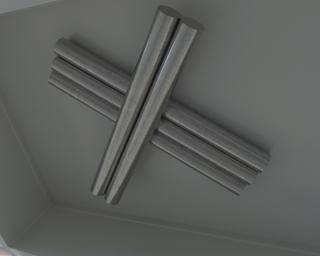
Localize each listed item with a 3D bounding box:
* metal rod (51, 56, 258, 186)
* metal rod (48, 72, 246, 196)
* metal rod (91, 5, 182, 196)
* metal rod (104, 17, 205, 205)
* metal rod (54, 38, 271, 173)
[{"bbox_3d":[-0.012,-0.015,0.404,0.301,0.025,0.025,30,128,8],"label":"metal rod"},{"bbox_3d":[-0.022,0.002,0.419,0.301,0.025,0.025,30,128,8],"label":"metal rod"},{"bbox_3d":[-0.043,-0.008,0.392,0.025,0.025,0.298,32,129,7],"label":"metal rod"},{"bbox_3d":[-0.021,0.004,0.389,0.025,0.025,0.298,32,129,7],"label":"metal rod"},{"bbox_3d":[-0.003,-0.033,0.388,0.301,0.025,0.025,30,128,8],"label":"metal rod"}]
